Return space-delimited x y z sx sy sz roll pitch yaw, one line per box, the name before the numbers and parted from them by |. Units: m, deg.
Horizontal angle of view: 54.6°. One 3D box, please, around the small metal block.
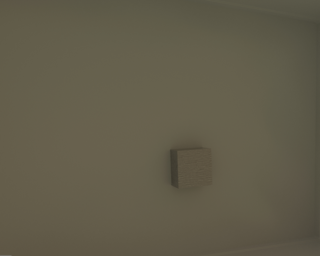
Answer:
small metal block | 0.043 0.054 0.426 0.050 0.025 0.050 -2 91 -20
